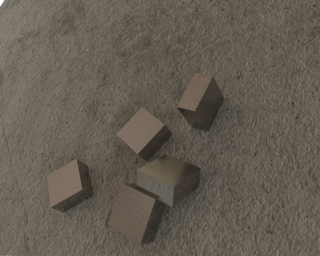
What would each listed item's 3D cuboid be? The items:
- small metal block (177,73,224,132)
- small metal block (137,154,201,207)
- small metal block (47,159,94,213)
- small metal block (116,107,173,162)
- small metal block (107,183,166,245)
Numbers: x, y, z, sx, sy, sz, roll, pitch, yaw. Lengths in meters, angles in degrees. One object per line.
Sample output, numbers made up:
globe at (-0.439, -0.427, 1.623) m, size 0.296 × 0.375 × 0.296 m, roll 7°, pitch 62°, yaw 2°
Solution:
small metal block at (0.051, -0.031, 0.380) m, size 0.025 × 0.050 × 0.050 m, roll 17°, pitch 71°, yaw 35°
small metal block at (0.010, 0.057, 0.346) m, size 0.050 × 0.025 × 0.050 m, roll 18°, pitch 27°, yaw 35°
small metal block at (-0.122, 0.078, 0.420) m, size 0.050 × 0.025 × 0.050 m, roll -30°, pitch 52°, yaw 9°
small metal block at (-0.021, 0.008, 0.410) m, size 0.050 × 0.025 × 0.050 m, roll -47°, pitch 51°, yaw -5°
small metal block at (-0.026, 0.095, 0.350) m, size 0.050 × 0.025 × 0.050 m, roll 18°, pitch 89°, yaw 35°
